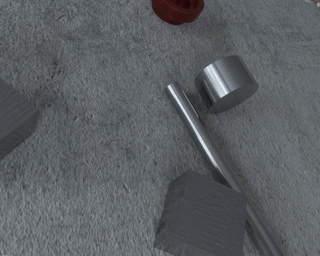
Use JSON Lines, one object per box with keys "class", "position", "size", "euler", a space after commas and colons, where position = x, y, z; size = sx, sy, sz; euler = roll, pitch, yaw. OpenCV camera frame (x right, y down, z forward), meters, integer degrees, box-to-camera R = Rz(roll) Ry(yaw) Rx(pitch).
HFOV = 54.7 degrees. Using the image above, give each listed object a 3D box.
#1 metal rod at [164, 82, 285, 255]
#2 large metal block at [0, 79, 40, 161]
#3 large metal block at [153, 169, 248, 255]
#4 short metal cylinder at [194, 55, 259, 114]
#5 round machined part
{"class": "metal rod", "position": [0.088, 0.066, 0.412], "size": [0.025, 0.025, 0.299], "euler": [-18, 72, -35]}
{"class": "large metal block", "position": [-0.179, -0.008, 0.296], "size": [0.080, 0.050, 0.080], "euler": [40, 51, -2]}
{"class": "large metal block", "position": [0.048, 0.105, 0.351], "size": [0.080, 0.050, 0.080], "euler": [27, 52, -12]}
{"class": "short metal cylinder", "position": [0.098, -0.063, 0.462], "size": [0.081, 0.080, 0.050], "euler": [-13, 69, -34]}
{"class": "round machined part", "position": [0.025, -0.221, 0.543], "size": [0.099, 0.042, 0.098], "euler": [14, 56, -21]}
